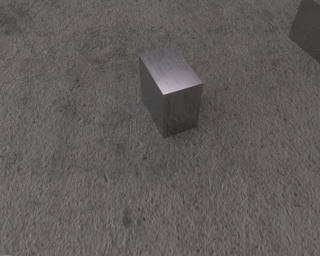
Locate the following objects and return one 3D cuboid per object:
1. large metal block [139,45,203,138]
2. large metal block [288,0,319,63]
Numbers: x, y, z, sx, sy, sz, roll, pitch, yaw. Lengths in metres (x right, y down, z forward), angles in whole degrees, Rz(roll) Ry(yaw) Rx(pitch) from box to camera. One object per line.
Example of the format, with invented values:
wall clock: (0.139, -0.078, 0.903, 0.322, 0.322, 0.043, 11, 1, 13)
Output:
large metal block: (0.012, -0.047, 0.407, 0.050, 0.080, 0.080, -18, 53, -14)
large metal block: (0.270, -0.169, 0.511, 0.050, 0.080, 0.080, -18, 52, -14)
